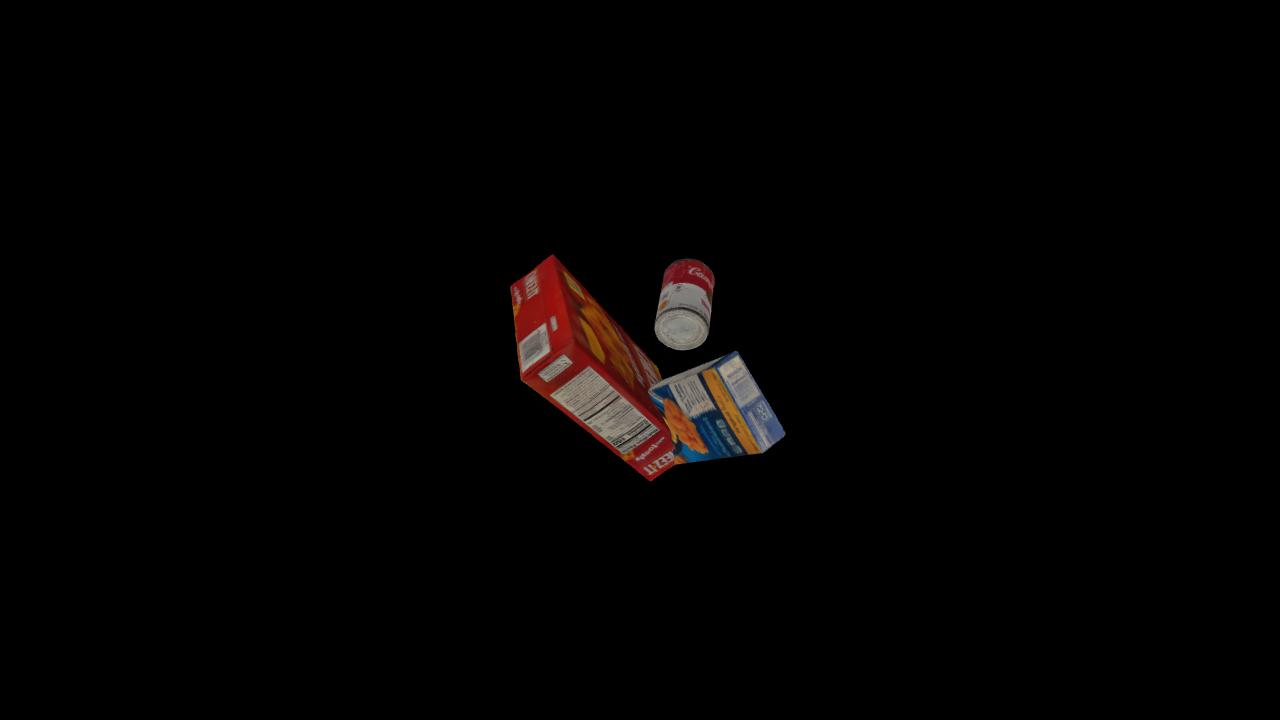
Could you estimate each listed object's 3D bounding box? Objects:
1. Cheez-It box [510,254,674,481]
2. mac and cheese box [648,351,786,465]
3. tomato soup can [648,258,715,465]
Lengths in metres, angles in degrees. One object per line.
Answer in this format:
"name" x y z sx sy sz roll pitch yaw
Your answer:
"Cheez-It box" -0.042 0.012 0.679 0.071 0.166 0.223 -34 -51 12
"mac and cheese box" 0.058 0.057 0.633 0.041 0.093 0.184 -33 3 -30
"tomato soup can" 0.056 -0.069 0.764 0.068 0.068 0.101 0 44 13
